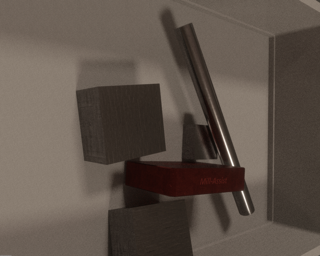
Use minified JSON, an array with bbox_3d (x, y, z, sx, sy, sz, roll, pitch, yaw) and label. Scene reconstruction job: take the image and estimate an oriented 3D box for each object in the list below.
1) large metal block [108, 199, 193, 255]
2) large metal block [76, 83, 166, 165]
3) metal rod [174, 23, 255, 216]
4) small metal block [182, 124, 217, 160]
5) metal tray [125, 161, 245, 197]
[{"bbox_3d":[-0.010,0.133,0.372,0.081,0.050,0.080,2,74,-40],"label":"large metal block"},{"bbox_3d":[-0.043,-0.007,0.356,0.081,0.050,0.079,-10,96,-40],"label":"large metal block"},{"bbox_3d":[0.084,-0.001,0.446,0.025,0.025,0.299,-35,112,-35],"label":"metal rod"},{"bbox_3d":[0.060,0.021,0.460,0.050,0.025,0.050,4,88,-40],"label":"small metal block"},{"bbox_3d":[0.034,0.061,0.394,0.131,0.090,0.030,6,87,-40],"label":"metal tray"}]
